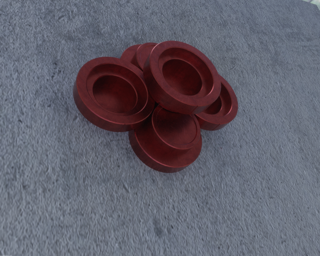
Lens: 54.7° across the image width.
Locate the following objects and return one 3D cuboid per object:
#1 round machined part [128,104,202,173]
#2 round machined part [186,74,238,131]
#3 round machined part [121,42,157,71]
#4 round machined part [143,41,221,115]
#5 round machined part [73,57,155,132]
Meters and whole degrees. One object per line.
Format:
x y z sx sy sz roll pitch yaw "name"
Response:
0.013 0.005 0.400 0.099 0.042 0.098 14 56 -21 "round machined part"
0.061 -0.038 0.453 0.099 0.042 0.098 14 56 -21 "round machined part"
-0.009 -0.082 0.441 0.099 0.042 0.098 14 56 -21 "round machined part"
0.024 -0.058 0.390 0.099 0.042 0.098 14 56 -21 "round machined part"
-0.059 -0.037 0.386 0.099 0.042 0.098 14 56 -21 "round machined part"
